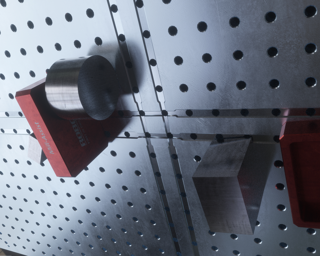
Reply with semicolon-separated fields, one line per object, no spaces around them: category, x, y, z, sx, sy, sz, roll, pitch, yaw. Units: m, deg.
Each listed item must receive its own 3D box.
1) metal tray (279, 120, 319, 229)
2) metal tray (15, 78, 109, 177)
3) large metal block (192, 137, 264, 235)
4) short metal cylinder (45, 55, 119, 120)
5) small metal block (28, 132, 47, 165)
metal tray;0.189;0.054;0.341;0.090;0.030;0.129;-5;117;30
metal tray;-0.129;-0.008;0.429;0.030;0.090;0.129;-5;116;30
large metal block;0.086;0.067;0.371;0.050;0.080;0.080;-6;115;31
short metal cylinder;-0.096;-0.050;0.394;0.050;0.080;0.079;1;119;27
small metal block;-0.186;0.023;0.505;0.025;0.050;0.050;30;128;8
